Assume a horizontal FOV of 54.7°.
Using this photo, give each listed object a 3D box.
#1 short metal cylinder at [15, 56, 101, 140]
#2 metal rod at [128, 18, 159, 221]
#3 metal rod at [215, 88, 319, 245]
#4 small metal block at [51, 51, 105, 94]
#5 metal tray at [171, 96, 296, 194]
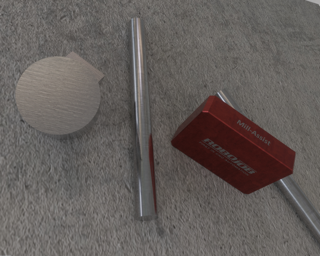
[{"bbox_3d":[-0.104,-0.029,0.330,0.081,0.050,0.080,2,81,-11],"label":"short metal cylinder"},{"bbox_3d":[-0.025,-0.032,0.409,0.025,0.025,0.299,9,58,-24],"label":"metal rod"},{"bbox_3d":[0.175,0.067,0.457,0.025,0.025,0.299,-24,75,-37],"label":"metal rod"},{"bbox_3d":[-0.106,-0.060,0.383,0.050,0.025,0.050,37,51,-4],"label":"small metal block"},{"bbox_3d":[0.090,0.026,0.394,0.130,0.090,0.030,34,51,-6],"label":"metal tray"}]
